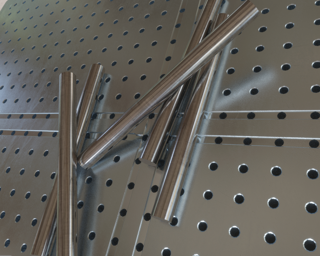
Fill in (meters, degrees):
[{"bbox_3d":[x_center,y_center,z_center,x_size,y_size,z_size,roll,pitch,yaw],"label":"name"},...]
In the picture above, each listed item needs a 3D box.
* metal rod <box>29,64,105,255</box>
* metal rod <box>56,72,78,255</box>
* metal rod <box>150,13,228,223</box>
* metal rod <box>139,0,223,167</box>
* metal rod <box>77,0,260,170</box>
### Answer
[{"bbox_3d":[-0.128,0.030,0.458,0.025,0.025,0.300,-5,59,26],"label":"metal rod"},{"bbox_3d":[-0.125,0.053,0.418,0.025,0.025,0.299,-17,62,18],"label":"metal rod"},{"bbox_3d":[0.047,-0.029,0.401,0.025,0.025,0.300,6,64,31],"label":"metal rod"},{"bbox_3d":[0.038,-0.087,0.442,0.025,0.025,0.300,9,66,32],"label":"metal rod"},{"bbox_3d":[0.002,-0.048,0.404,0.300,0.025,0.025,-41,50,13],"label":"metal rod"}]
